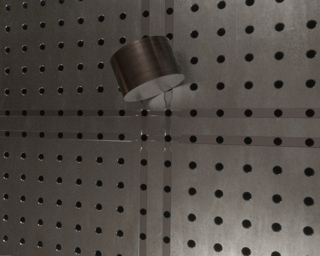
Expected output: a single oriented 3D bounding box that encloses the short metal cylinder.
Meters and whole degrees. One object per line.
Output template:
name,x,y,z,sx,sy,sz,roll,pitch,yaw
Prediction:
short metal cylinder,-0.016,-0.072,0.388,0.080,0.080,0.050,-23,83,18
